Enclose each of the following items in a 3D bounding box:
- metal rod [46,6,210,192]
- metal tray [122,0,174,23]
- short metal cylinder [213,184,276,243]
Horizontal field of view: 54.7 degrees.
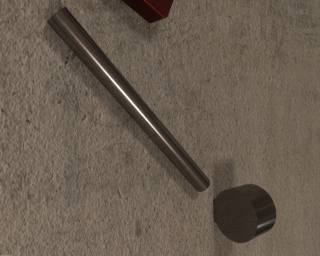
[{"bbox_3d":[-0.021,-0.016,0.388,0.300,0.025,0.025,50,61,-29],"label":"metal rod"},{"bbox_3d":[-0.013,-0.213,0.392,0.090,0.030,0.130,30,71,-36],"label":"metal tray"},{"bbox_3d":[0.131,0.131,0.482,0.050,0.080,0.079,-4,93,-40],"label":"short metal cylinder"}]
